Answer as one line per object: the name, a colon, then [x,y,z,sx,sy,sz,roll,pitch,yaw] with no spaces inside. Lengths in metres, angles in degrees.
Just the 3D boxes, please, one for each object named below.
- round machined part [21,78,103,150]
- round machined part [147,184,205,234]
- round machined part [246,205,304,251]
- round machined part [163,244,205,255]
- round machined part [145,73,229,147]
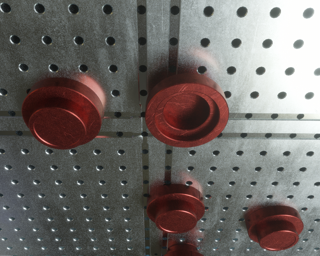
round machined part: [-0.124,-0.011,0.390,0.099,0.042,0.097,0,130,0]
round machined part: [0.027,0.141,0.521,0.099,0.042,0.097,0,130,0]
round machined part: [0.209,0.186,0.560,0.099,0.042,0.097,0,130,0]
round machined part: [0.047,0.273,0.633,0.099,0.042,0.097,0,130,0]
round machined part: [0.032,-0.025,0.379,0.099,0.042,0.097,0,130,0]
